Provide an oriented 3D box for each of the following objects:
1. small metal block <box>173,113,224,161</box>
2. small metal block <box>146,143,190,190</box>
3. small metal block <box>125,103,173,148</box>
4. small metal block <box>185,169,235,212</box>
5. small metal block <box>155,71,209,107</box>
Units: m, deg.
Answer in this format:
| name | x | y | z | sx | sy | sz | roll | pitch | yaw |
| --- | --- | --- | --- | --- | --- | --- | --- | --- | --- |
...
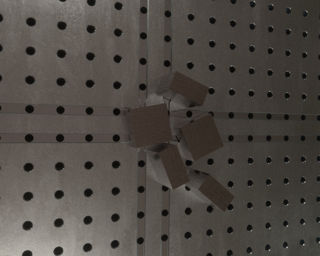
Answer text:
| name | x | y | z | sx | sy | sz | roll | pitch | yaw |
| --- | --- | --- | --- | --- | --- | --- | --- | --- | --- |
| small metal block | 0.054 | 0.012 | 0.434 | 0.050 | 0.025 | 0.050 | -25 | 99 | -19 |
| small metal block | 0.009 | 0.048 | 0.404 | 0.025 | 0.050 | 0.050 | -23 | 98 | -19 |
| small metal block | -0.015 | -0.004 | 0.408 | 0.050 | 0.025 | 0.050 | -11 | 94 | -20 |
| small metal block | 0.065 | 0.084 | 0.425 | 0.050 | 0.050 | 0.025 | 42 | 77 | -16 |
| small metal block | 0.028 | -0.050 | 0.411 | 0.050 | 0.050 | 0.025 | 24 | 82 | -19 |
